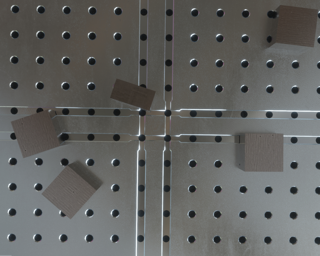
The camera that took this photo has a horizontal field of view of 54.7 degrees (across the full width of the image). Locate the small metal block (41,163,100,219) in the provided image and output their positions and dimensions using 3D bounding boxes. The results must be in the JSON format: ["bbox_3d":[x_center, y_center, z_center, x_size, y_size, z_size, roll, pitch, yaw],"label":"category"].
[{"bbox_3d":[-0.118,0.083,0.412,0.050,0.025,0.050,42,90,-1],"label":"small metal block"}]

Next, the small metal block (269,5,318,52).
[{"bbox_3d":[0.179,-0.133,0.416,0.050,0.025,0.050,7,90,-1],"label":"small metal block"}]

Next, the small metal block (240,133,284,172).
[{"bbox_3d":[0.136,0.032,0.415,0.050,0.025,0.050,0,90,-1],"label":"small metal block"}]

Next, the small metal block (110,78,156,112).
[{"bbox_3d":[-0.033,-0.041,0.400,0.050,0.050,0.025,18,90,-1],"label":"small metal block"}]

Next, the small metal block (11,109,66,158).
[{"bbox_3d":[-0.160,0.007,0.411,0.050,0.025,0.050,-19,90,-1],"label":"small metal block"}]
